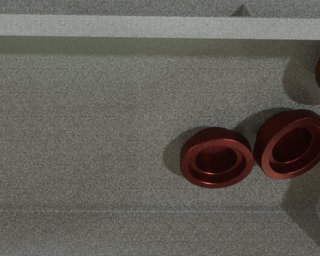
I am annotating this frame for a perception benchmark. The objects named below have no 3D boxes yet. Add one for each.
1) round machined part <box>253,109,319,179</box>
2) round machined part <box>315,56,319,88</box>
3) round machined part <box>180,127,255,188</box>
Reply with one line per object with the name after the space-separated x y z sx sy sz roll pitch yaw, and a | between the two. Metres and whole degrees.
0.167 0.017 0.403 0.099 0.042 0.097 -8 125 -12 | round machined part
0.221 -0.073 0.338 0.099 0.042 0.097 0 130 0 | round machined part
0.077 0.037 0.429 0.099 0.042 0.097 0 131 0 | round machined part
